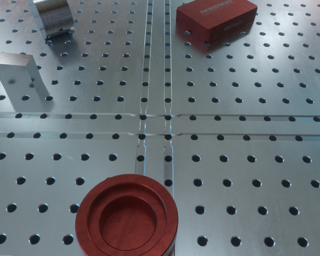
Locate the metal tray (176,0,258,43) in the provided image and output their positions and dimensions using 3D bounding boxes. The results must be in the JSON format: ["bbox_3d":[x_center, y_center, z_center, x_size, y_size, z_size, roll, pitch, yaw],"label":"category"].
[{"bbox_3d":[0.107,-0.215,0.586,0.131,0.030,0.090,-30,57,-23],"label":"metal tray"}]

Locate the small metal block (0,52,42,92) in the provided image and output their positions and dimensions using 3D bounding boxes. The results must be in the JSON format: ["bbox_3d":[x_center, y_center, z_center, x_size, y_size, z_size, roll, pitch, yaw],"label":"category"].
[{"bbox_3d":[-0.210,-0.082,0.458,0.050,0.050,0.025,5,50,4],"label":"small metal block"}]

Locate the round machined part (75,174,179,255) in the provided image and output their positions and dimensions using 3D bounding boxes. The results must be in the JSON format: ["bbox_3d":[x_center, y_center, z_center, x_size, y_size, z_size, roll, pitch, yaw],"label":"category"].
[{"bbox_3d":[-0.031,0.099,0.313,0.099,0.042,0.098,0,50,0],"label":"round machined part"}]

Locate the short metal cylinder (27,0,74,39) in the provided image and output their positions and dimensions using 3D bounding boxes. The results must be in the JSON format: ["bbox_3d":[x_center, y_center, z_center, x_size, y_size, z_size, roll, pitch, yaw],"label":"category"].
[{"bbox_3d":[-0.191,-0.202,0.539,0.050,0.080,0.080,-26,55,-20],"label":"short metal cylinder"}]
